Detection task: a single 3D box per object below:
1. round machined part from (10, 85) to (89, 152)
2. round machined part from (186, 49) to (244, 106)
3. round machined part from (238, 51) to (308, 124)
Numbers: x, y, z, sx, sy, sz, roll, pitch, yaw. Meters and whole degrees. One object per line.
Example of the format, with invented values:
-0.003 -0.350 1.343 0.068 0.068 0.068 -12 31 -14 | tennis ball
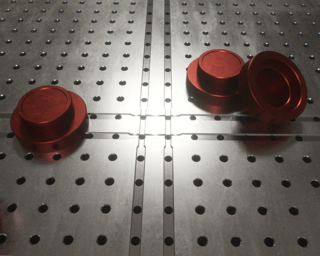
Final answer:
-0.148 -0.019 0.411 0.099 0.042 0.098 0 50 0 | round machined part
0.089 -0.082 0.467 0.099 0.042 0.098 0 50 0 | round machined part
0.148 -0.052 0.424 0.099 0.042 0.098 6 73 -21 | round machined part
